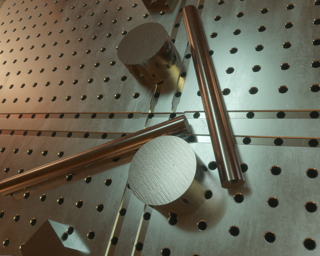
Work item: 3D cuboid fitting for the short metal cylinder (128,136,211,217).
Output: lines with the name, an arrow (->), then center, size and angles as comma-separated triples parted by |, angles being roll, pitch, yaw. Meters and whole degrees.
short metal cylinder -> 0.011, 0.055, 0.352 | 0.080, 0.050, 0.080 | -13, 56, 21

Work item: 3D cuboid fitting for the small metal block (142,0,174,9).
small metal block -> 0.001, -0.242, 0.556 | 0.050, 0.025, 0.050 | 12, 68, 33

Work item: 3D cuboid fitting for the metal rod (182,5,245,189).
metal rod -> 0.063, -0.063, 0.414 | 0.025, 0.025, 0.299 | -19, 54, 17

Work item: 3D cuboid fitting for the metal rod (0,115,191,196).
metal rod -> -0.102, 0.043, 0.435 | 0.301, 0.025, 0.025 | -20, 54, 16

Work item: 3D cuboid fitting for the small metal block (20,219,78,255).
small metal block -> -0.140, 0.153, 0.388 | 0.050, 0.025, 0.050 | -48, 51, -6

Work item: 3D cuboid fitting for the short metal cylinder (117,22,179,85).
short metal cylinder -> -0.017, -0.112, 0.470 | 0.080, 0.050, 0.080 | -13, 56, 21
